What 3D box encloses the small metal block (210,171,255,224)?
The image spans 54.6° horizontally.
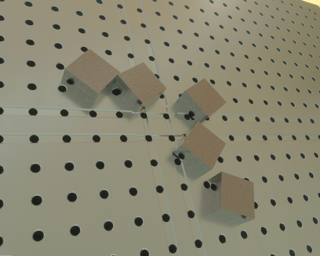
[{"bbox_3d":[0.094,0.091,0.403,0.050,0.025,0.050,21,54,-16],"label":"small metal block"}]

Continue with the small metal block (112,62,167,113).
[{"bbox_3d":[-0.028,-0.057,0.427,0.050,0.025,0.050,49,51,6],"label":"small metal block"}]

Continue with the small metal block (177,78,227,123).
[{"bbox_3d":[0.063,-0.040,0.466,0.050,0.025,0.050,50,51,7],"label":"small metal block"}]

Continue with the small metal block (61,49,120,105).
[{"bbox_3d":[-0.089,-0.067,0.401,0.050,0.025,0.050,37,51,-3],"label":"small metal block"}]

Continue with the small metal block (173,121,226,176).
[{"bbox_3d":[0.054,0.027,0.420,0.050,0.025,0.050,39,51,-2],"label":"small metal block"}]
